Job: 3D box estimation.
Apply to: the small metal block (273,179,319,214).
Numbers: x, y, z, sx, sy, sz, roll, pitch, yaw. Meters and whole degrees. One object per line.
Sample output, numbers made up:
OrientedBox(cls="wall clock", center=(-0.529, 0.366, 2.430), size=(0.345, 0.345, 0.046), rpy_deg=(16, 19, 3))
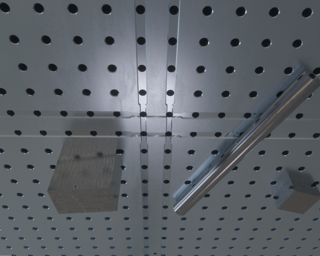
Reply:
OrientedBox(cls="small metal block", center=(0.226, 0.114, 0.511), size=(0.050, 0.025, 0.050), rpy_deg=(14, 129, -12))

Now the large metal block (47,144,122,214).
OrientedBox(cls="large metal block", center=(-0.100, 0.070, 0.434), size=(0.080, 0.080, 0.050), rpy_deg=(-3, 130, 3))

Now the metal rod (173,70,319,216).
OrientedBox(cls="metal rod", center=(0.107, 0.040, 0.446), size=(0.025, 0.025, 0.298), rpy_deg=(23, 126, -19))
